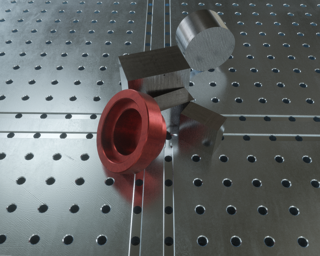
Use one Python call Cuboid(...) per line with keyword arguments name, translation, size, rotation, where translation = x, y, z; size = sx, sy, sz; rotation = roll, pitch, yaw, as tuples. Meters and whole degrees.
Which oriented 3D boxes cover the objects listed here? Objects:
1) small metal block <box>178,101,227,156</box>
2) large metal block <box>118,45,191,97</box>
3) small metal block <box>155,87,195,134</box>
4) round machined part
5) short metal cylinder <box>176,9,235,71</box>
Cuboid(name="small metal block", translation=(0.053, 0.001, 0.391), size=(0.050, 0.050, 0.025), rotation=(27, 55, 20))
Cuboid(name="large metal block", translation=(-0.008, -0.057, 0.420), size=(0.081, 0.080, 0.050), rotation=(-14, 52, -12))
Cuboid(name="small metal block", translation=(0.015, -0.020, 0.409), size=(0.050, 0.050, 0.025), rotation=(-20, 53, -17))
Cuboid(name="round machined part", translation=(-0.030, 0.006, 0.368), size=(0.042, 0.098, 0.098), rotation=(13, 37, -42))
Cuboid(name="short metal cylinder", translation=(0.070, -0.137, 0.488), size=(0.081, 0.080, 0.050), rotation=(-11, 51, -10))
